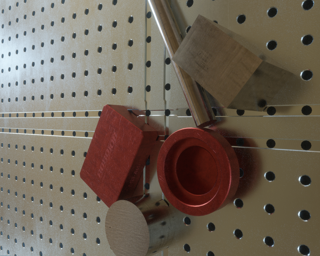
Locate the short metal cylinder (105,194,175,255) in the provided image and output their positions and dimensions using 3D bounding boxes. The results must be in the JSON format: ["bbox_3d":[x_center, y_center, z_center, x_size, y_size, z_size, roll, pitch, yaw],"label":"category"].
[{"bbox_3d":[-0.027,0.132,0.414,0.080,0.050,0.079,0,90,39],"label":"short metal cylinder"}]

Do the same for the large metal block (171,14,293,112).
[{"bbox_3d":[0.073,-0.062,0.312,0.080,0.081,0.050,48,118,29],"label":"large metal block"}]

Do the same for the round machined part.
[{"bbox_3d":[0.047,0.048,0.358,0.098,0.042,0.097,0,90,39],"label":"round machined part"}]

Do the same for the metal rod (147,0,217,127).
[{"bbox_3d":[0.007,-0.140,0.401,0.025,0.025,0.299,-31,71,35],"label":"metal rod"}]

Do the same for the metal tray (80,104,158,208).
[{"bbox_3d":[-0.065,0.041,0.457,0.090,0.030,0.129,36,112,34],"label":"metal tray"}]
